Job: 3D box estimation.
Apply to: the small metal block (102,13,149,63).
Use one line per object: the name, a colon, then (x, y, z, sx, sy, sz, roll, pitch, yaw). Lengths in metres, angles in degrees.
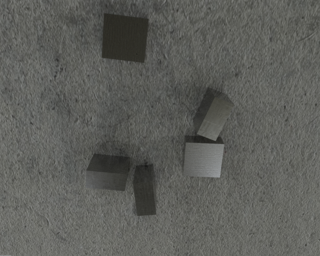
small metal block: (-0.041, -0.108, 0.370, 0.050, 0.025, 0.050, 6, 110, -3)

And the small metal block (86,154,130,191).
small metal block: (-0.069, 0.059, 0.417, 0.050, 0.050, 0.025, 6, 110, -2)

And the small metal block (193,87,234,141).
small metal block: (0.066, -0.019, 0.390, 0.025, 0.050, 0.050, 21, 109, -8)

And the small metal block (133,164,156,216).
small metal block: (-0.020, 0.085, 0.427, 0.025, 0.050, 0.050, -5, 110, 2)

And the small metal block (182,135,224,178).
small metal block: (0.058, 0.039, 0.425, 0.050, 0.025, 0.050, 2, 110, -1)
